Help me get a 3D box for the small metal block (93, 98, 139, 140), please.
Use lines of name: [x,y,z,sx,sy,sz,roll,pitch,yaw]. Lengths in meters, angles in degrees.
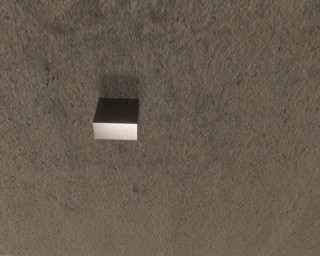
small metal block: [-0.052,-0.012,0.380,0.050,0.050,0.025,2,130,-2]
